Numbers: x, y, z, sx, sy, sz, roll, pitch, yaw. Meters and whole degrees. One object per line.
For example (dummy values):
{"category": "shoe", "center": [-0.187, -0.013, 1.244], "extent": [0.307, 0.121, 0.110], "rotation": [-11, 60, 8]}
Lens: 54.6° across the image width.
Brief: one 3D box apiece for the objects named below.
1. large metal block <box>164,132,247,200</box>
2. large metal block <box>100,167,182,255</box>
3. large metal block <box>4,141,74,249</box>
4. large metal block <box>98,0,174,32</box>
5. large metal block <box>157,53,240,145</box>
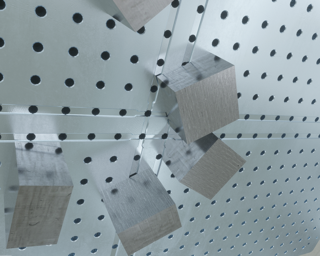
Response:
{"category": "large metal block", "center": [0.067, 0.050, 0.462], "extent": [0.080, 0.050, 0.080], "rotation": [-49, 129, 6]}
{"category": "large metal block", "center": [-0.028, 0.112, 0.429], "extent": [0.080, 0.080, 0.050], "rotation": [-25, 127, -13]}
{"category": "large metal block", "center": [-0.138, 0.071, 0.344], "extent": [0.050, 0.080, 0.080], "rotation": [7, 115, -32]}
{"category": "large metal block", "center": [-0.019, -0.140, 0.278], "extent": [0.080, 0.080, 0.050], "rotation": [-40, 129, -1]}
{"category": "large metal block", "center": [0.051, -0.038, 0.398], "extent": [0.080, 0.050, 0.080], "rotation": [-26, 128, -13]}
